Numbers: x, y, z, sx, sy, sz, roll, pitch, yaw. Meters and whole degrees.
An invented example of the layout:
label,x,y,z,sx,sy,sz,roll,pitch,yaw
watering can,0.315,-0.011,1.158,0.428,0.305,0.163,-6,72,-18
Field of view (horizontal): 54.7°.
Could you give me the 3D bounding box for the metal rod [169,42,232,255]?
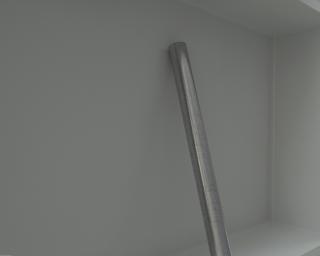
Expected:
label,x,y,z,sx,sy,sz,roll,pitch,yaw
metal rod,0.050,0.029,0.394,0.025,0.025,0.299,2,71,-40
